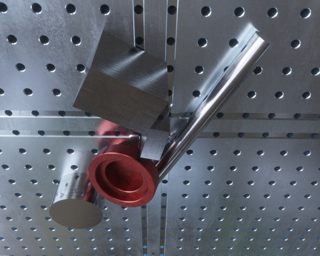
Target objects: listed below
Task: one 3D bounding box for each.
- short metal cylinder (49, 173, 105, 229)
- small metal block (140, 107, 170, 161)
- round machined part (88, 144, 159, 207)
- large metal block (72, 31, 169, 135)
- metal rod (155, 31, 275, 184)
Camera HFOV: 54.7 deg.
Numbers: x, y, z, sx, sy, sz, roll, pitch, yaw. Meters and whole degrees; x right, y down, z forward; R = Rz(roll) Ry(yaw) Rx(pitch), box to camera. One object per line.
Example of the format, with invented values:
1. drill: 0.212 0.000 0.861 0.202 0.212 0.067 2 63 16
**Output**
1. short metal cylinder: -0.128 0.117 0.493 0.081 0.050 0.079 0 130 0
2. small metal block: -0.007 0.005 0.400 0.025 0.050 0.050 11 129 -10
3. round machined part: -0.048 0.063 0.441 0.098 0.042 0.097 8 124 13
4. large metal block: -0.039 -0.049 0.333 0.080 0.080 0.050 23 126 -19
5. metal rod: 0.041 0.004 0.415 0.025 0.025 0.298 22 127 -18
